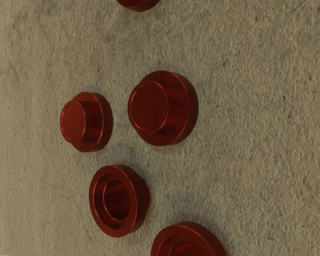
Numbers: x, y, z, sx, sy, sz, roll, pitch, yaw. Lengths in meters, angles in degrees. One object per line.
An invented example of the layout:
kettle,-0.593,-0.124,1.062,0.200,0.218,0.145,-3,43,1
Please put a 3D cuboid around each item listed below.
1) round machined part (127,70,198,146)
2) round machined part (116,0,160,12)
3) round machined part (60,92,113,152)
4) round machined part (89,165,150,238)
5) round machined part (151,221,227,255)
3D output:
round machined part,-0.003,-0.025,0.397,0.098,0.042,0.097,0,90,40
round machined part,-0.034,-0.214,0.422,0.098,0.042,0.097,0,90,40
round machined part,-0.124,-0.010,0.496,0.098,0.042,0.097,0,90,40
round machined part,-0.053,0.100,0.438,0.098,0.042,0.097,0,90,40
round machined part,0.039,0.158,0.362,0.098,0.042,0.097,0,90,40
